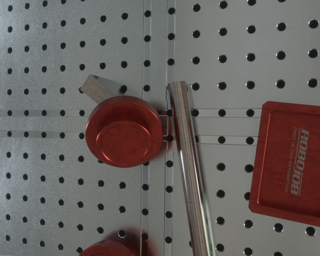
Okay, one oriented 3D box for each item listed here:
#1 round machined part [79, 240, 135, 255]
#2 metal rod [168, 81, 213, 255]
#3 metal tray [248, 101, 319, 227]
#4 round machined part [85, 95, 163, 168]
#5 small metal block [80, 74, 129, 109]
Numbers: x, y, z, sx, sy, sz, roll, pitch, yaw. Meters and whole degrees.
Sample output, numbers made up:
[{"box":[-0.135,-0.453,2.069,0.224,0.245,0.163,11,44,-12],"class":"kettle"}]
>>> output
[{"box":[-0.067,0.203,0.427,0.098,0.042,0.097,0,90,20],"class":"round machined part"},{"box":[0.044,0.089,0.396,0.025,0.025,0.298,-9,87,20],"class":"metal rod"},{"box":[0.157,0.039,0.354,0.090,0.030,0.129,8,93,19],"class":"metal tray"},{"box":[-0.045,0.012,0.393,0.099,0.042,0.097,-2,119,-4],"class":"round machined part"},{"box":[-0.071,-0.046,0.425,0.050,0.050,0.025,38,102,16],"class":"small metal block"}]
